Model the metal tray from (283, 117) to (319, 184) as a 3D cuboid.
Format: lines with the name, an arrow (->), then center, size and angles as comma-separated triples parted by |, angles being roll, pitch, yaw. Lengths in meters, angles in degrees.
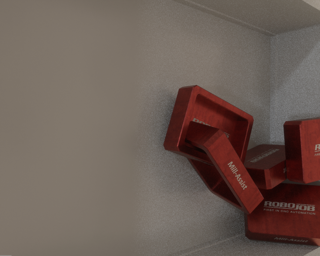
metal tray -> 0.250, 0.029, 0.476 | 0.131, 0.030, 0.089 | -6, 93, -27

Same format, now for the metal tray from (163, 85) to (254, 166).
metal tray -> 0.073, 0.005, 0.437 | 0.131, 0.030, 0.090 | 22, 78, -34

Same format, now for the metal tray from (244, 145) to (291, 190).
metal tray -> 0.172, 0.059, 0.507 | 0.131, 0.090, 0.030 | -16, 101, -39

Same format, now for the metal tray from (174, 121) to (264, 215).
metal tray -> 0.076, 0.051, 0.423 | 0.030, 0.090, 0.130 | -42, 116, -14

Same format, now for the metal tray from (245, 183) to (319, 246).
metal tray -> 0.204, 0.135, 0.496 | 0.030, 0.131, 0.090 | 85, 11, -49
